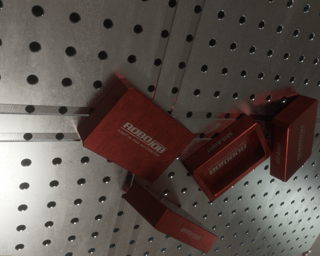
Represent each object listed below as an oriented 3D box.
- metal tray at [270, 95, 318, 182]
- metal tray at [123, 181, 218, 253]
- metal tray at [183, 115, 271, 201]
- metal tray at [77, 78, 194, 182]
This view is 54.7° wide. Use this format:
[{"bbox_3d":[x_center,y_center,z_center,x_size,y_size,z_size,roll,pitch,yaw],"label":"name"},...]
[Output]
[{"bbox_3d":[0.229,0.020,0.533,0.091,0.030,0.129,-35,131,-26],"label":"metal tray"},{"bbox_3d":[0.017,0.133,0.459,0.130,0.090,0.030,39,82,-39],"label":"metal tray"},{"bbox_3d":[0.111,0.050,0.502,0.130,0.030,0.090,-37,130,-3],"label":"metal tray"},{"bbox_3d":[-0.027,0.008,0.400,0.090,0.030,0.130,-49,129,6],"label":"metal tray"}]
